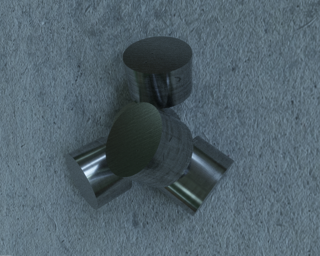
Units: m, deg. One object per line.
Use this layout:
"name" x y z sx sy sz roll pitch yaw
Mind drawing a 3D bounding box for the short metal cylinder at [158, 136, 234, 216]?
"short metal cylinder" 0.043 0.056 0.366 0.050 0.080 0.080 36 102 16

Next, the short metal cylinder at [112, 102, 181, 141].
"short metal cylinder" -0.015 0.006 0.402 0.080 0.050 0.080 0 89 19

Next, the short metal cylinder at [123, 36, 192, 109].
"short metal cylinder" -0.001 -0.068 0.375 0.080 0.080 0.050 15 138 19

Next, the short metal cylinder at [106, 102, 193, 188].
"short metal cylinder" -0.012 0.019 0.330 0.080 0.050 0.080 -21 56 36

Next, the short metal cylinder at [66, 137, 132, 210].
"short metal cylinder" -0.080 0.058 0.403 0.080 0.050 0.079 38 144 36
